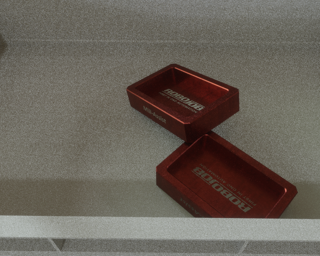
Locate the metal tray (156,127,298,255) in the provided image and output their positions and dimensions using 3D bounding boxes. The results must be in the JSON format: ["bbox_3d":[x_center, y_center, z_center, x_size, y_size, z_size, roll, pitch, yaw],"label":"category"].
[{"bbox_3d":[0.071,0.065,0.347,0.130,0.030,0.090,36,59,26],"label":"metal tray"}]

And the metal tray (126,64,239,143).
[{"bbox_3d":[0.028,-0.039,0.412,0.091,0.030,0.130,-32,42,-24],"label":"metal tray"}]
